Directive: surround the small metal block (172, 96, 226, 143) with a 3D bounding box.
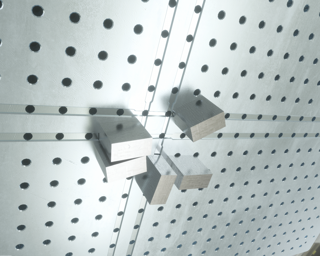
[{"bbox_3d":[0.052,-0.013,0.417,0.050,0.050,0.025,-25,128,-13],"label":"small metal block"}]

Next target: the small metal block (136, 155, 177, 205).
[{"bbox_3d":[-0.006,0.072,0.438,0.025,0.050,0.050,6,116,-31],"label":"small metal block"}]

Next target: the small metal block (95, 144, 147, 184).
[{"bbox_3d":[-0.050,0.038,0.393,0.050,0.050,0.025,-15,125,-21],"label":"small metal block"}]

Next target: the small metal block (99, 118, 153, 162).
[{"bbox_3d":[-0.043,0.013,0.381,0.050,0.050,0.025,-8,122,-25],"label":"small metal block"}]

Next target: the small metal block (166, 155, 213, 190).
[{"bbox_3d":[0.041,0.065,0.459,0.050,0.050,0.025,2,117,-30],"label":"small metal block"}]
